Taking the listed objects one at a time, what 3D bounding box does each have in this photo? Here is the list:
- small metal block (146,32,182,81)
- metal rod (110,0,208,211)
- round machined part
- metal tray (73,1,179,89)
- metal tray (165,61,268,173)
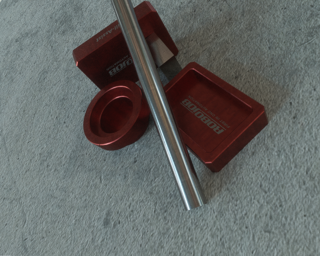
[{"bbox_3d":[0.004,-0.100,0.441,0.025,0.050,0.050,-38,66,5],"label":"small metal block"},{"bbox_3d":[-0.010,-0.051,0.372,0.025,0.025,0.299,-23,75,14],"label":"metal rod"},{"bbox_3d":[-0.054,-0.014,0.425,0.098,0.042,0.098,-16,57,26],"label":"round machined part"},{"bbox_3d":[-0.048,-0.110,0.454,0.130,0.090,0.030,-33,52,7],"label":"metal tray"},{"bbox_3d":[0.053,-0.019,0.385,0.090,0.030,0.130,-44,51,-3],"label":"metal tray"}]
